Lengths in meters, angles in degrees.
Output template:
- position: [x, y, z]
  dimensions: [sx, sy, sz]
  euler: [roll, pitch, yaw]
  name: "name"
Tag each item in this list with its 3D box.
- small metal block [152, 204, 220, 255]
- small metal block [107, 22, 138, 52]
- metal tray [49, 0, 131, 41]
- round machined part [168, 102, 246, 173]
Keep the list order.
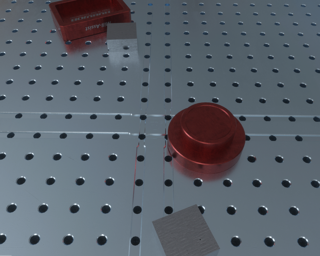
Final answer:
- position: [0.025, 0.113, 0.313]
  dimensions: [0.050, 0.025, 0.050]
  euler: [-17, 52, -15]
  name: "small metal block"
- position: [-0.066, -0.159, 0.540]
  dimensions: [0.050, 0.025, 0.050]
  euler: [-3, 50, -3]
  name: "small metal block"
- position: [-0.131, -0.214, 0.582]
  dimensions: [0.131, 0.030, 0.090]
  euler: [-20, 53, -17]
  name: "metal tray"
- position: [0.059, 0.005, 0.393]
  dimensions: [0.099, 0.042, 0.098]
  euler: [0, 50, 0]
  name: "round machined part"
